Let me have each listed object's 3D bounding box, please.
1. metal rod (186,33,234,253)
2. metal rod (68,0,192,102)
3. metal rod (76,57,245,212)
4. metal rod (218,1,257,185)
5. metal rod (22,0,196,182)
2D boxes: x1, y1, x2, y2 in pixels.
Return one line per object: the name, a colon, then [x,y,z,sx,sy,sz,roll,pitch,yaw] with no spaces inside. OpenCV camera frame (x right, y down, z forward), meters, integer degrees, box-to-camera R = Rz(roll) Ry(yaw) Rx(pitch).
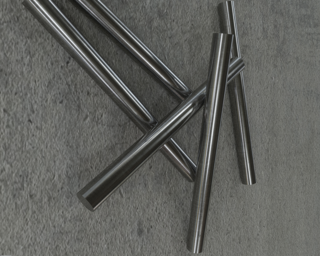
metal rod: [0.064,0.030,0.411,0.025,0.025,0.298,-7,109,-40]
metal rod: [-0.051,-0.114,0.361,0.301,0.025,0.025,39,66,-33]
metal rod: [0.021,-0.011,0.388,0.302,0.025,0.025,-42,116,-32]
metal rod: [0.129,-0.052,0.512,0.025,0.025,0.298,-16,100,-39]
metal rod: [-0.038,-0.030,0.372,0.300,0.025,0.025,49,61,-29]
